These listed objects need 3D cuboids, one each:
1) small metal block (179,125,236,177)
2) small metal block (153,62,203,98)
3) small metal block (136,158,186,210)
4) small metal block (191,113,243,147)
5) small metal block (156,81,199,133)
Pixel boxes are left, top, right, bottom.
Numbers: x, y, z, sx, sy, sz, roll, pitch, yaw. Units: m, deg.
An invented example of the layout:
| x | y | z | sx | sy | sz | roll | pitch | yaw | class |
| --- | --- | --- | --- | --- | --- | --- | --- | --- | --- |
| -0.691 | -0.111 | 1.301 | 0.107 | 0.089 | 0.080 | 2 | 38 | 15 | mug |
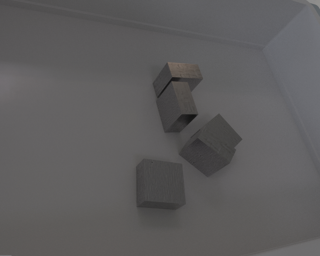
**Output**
| x | y | z | sx | sy | sz | roll | pitch | yaw | class |
| --- | --- | --- | --- | --- | --- | --- | --- | --- | --- |
| 0.061 | 0.031 | 0.403 | 0.050 | 0.050 | 0.025 | 39 | 51 | -2 | small metal block |
| 0.025 | -0.067 | 0.444 | 0.050 | 0.050 | 0.025 | -2 | 63 | -29 | small metal block |
| 0.000 | 0.067 | 0.365 | 0.050 | 0.025 | 0.050 | 11 | 57 | -23 | small metal block |
| 0.081 | 0.015 | 0.440 | 0.050 | 0.025 | 0.050 | 49 | 51 | 6 | small metal block |
| 0.022 | -0.027 | 0.418 | 0.025 | 0.050 | 0.050 | -1 | 62 | -29 | small metal block |
